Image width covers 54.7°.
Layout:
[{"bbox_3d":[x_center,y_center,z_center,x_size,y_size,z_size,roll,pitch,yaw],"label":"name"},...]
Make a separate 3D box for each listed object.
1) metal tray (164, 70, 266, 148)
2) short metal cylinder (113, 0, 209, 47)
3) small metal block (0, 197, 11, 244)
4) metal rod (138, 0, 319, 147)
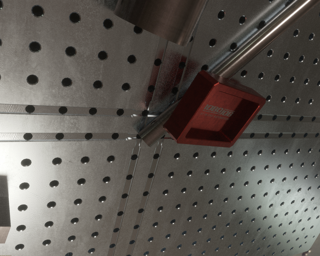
[{"bbox_3d":[0.078,-0.019,0.415,0.131,0.030,0.089,8,122,-46],"label":"metal tray"},{"bbox_3d":[0.001,-0.120,0.303,0.081,0.080,0.050,13,112,-34],"label":"short metal cylinder"},{"bbox_3d":[-0.200,0.103,0.350,0.050,0.050,0.025,13,111,-34],"label":"small metal block"},{"bbox_3d":[0.093,-0.081,0.413,0.300,0.025,0.025,-40,130,-1],"label":"metal rod"}]
